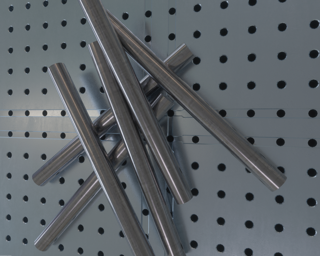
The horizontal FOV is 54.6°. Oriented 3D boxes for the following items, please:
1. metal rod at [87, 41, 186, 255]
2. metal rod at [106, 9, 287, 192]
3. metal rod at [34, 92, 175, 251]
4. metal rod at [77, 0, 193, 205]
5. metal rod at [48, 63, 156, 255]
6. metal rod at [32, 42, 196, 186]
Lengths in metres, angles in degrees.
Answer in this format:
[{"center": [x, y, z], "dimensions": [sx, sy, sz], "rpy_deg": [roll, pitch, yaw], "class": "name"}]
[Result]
[{"center": [-0.028, 0.033, 0.399], "dimensions": [0.025, 0.025, 0.299], "rpy_deg": [-20, 92, 19], "class": "metal rod"}, {"center": [0.033, -0.038, 0.380], "dimensions": [0.300, 0.025, 0.025], "rpy_deg": [44, 104, 6], "class": "metal rod"}, {"center": [-0.086, 0.070, 0.443], "dimensions": [0.025, 0.025, 0.299], "rpy_deg": [45, 104, 14], "class": "metal rod"}, {"center": [-0.032, -0.041, 0.383], "dimensions": [0.025, 0.025, 0.299], "rpy_deg": [-23, 98, 19], "class": "metal rod"}, {"center": [-0.079, 0.046, 0.413], "dimensions": [0.025, 0.025, 0.299], "rpy_deg": [-30, 80, 17], "class": "metal rod"}, {"center": [-0.074, -0.011, 0.439], "dimensions": [0.300, 0.025, 0.025], "rpy_deg": [-39, 78, 16], "class": "metal rod"}]
